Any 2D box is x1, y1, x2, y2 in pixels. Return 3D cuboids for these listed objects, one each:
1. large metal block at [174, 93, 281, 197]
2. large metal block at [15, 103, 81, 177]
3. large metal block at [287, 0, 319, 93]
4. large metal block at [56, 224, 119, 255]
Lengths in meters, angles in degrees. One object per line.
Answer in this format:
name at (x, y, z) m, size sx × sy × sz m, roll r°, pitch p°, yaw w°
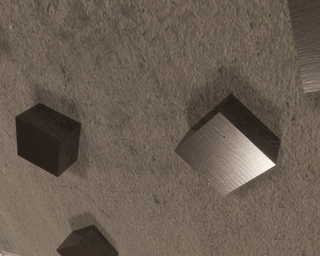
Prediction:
large metal block at (0.078, 0.021, 0.362) m, size 0.080 × 0.050 × 0.080 m, roll 43°, pitch 129°, yaw -2°
large metal block at (-0.178, 0.019, 0.493) m, size 0.080 × 0.050 × 0.079 m, roll 26°, pitch 127°, yaw 12°
large metal block at (0.158, -0.082, 0.257) m, size 0.080 × 0.050 × 0.080 m, roll -7°, pitch 115°, yaw 31°
large metal block at (-0.144, 0.247, 0.617) m, size 0.080 × 0.050 × 0.080 m, roll -28°, pitch 103°, yaw 37°
